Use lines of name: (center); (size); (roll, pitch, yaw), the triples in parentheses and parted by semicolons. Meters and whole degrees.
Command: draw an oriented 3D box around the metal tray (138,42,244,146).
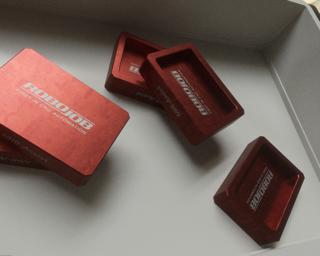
metal tray: (0.043, -0.050, 0.418); (0.091, 0.030, 0.130); (-27, 77, -37)

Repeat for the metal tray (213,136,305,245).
metal tray: (0.142, 0.082, 0.430); (0.090, 0.030, 0.131); (44, 51, 2)

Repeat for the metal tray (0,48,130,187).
metal tray: (-0.108, -0.013, 0.314); (0.130, 0.030, 0.090); (34, 51, -7)

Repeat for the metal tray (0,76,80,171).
metal tray: (-0.153, -0.008, 0.326); (0.131, 0.030, 0.090); (13, 56, -22)

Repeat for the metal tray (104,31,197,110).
metal tray: (-0.006, -0.077, 0.447); (0.131, 0.030, 0.090); (18, 55, -18)
